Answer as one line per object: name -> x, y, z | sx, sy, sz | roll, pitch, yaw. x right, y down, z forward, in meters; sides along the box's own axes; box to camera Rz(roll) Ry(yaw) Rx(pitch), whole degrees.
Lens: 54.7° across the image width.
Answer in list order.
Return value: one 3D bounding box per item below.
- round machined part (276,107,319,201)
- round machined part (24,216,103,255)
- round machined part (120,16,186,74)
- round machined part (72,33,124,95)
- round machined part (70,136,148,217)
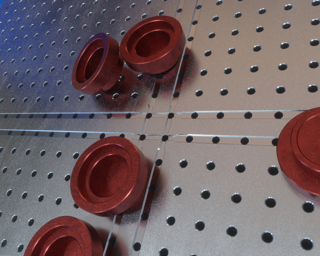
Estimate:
round machined part -> 0.165, 0.020, 0.299 | 0.098, 0.042, 0.098 | -13, 56, 20
round machined part -> -0.107, 0.155, 0.356 | 0.098, 0.042, 0.098 | -13, 56, 20
round machined part -> -0.008, -0.121, 0.471 | 0.098, 0.042, 0.098 | -11, 55, 17
round machined part -> -0.095, -0.097, 0.492 | 0.098, 0.042, 0.098 | -23, 55, 38
round machined part -> -0.059, 0.063, 0.388 | 0.098, 0.042, 0.098 | -13, 56, 20
